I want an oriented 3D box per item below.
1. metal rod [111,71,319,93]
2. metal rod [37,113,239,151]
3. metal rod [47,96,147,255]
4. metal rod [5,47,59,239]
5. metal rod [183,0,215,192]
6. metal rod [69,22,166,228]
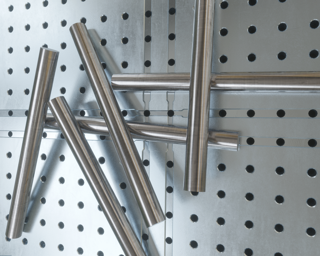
[{"bbox_3d":[0.079,-0.057,0.384,0.301,0.025,0.025,3,91,20],"label":"metal rod"},{"bbox_3d":[-0.045,0.002,0.429,0.301,0.025,0.025,6,92,19],"label":"metal rod"},{"bbox_3d":[-0.075,0.093,0.423,0.025,0.025,0.299,-29,86,18],"label":"metal rod"},{"bbox_3d":[-0.192,0.031,0.460,0.025,0.025,0.298,22,105,18],"label":"metal rod"},{"bbox_3d":[0.050,-0.077,0.370,0.025,0.025,0.299,1,81,20],"label":"metal rod"},{"bbox_3d":[-0.063,-0.017,0.410,0.025,0.025,0.299,-30,71,17],"label":"metal rod"}]
